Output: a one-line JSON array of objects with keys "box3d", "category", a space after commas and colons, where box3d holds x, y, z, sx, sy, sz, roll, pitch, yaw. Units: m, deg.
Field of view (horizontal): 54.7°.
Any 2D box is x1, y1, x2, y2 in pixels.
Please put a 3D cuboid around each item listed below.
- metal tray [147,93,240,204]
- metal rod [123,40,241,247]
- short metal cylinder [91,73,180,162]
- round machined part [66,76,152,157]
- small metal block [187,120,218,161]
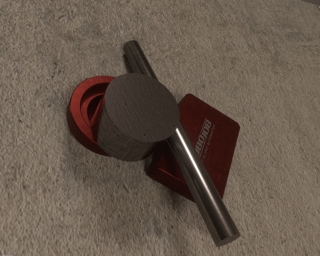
[{"box3d": [0.049, 0.026, 0.404, 0.090, 0.030, 0.130, 31, 52, -8], "category": "metal tray"}, {"box3d": [0.010, -0.007, 0.371, 0.025, 0.025, 0.299, -2, 49, -30], "category": "metal rod"}, {"box3d": [-0.026, -0.011, 0.327, 0.081, 0.050, 0.080, 14, 56, -22], "category": "short metal cylinder"}, {"box3d": [-0.061, -0.010, 0.367, 0.099, 0.042, 0.098, 14, 56, -21], "category": "round machined part"}, {"box3d": [0.047, 0.023, 0.417, 0.050, 0.025, 0.050, -35, 82, -39], "category": "small metal block"}]
